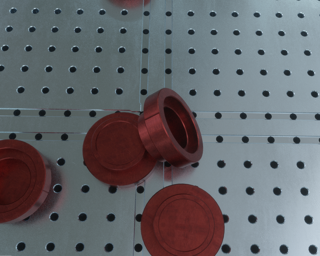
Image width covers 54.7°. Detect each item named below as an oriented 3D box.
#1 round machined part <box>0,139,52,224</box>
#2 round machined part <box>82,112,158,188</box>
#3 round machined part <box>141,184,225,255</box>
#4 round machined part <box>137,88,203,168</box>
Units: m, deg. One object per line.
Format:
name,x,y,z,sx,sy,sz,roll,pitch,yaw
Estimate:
round machined part,-0.181,0.066,0.376,0.099,0.042,0.098,0,70,-1
round machined part,-0.049,0.024,0.393,0.099,0.042,0.098,0,70,0
round machined part,0.027,0.114,0.362,0.099,0.042,0.098,0,70,-1
round machined part,0.010,0.003,0.381,0.042,0.098,0.098,-26,69,27
